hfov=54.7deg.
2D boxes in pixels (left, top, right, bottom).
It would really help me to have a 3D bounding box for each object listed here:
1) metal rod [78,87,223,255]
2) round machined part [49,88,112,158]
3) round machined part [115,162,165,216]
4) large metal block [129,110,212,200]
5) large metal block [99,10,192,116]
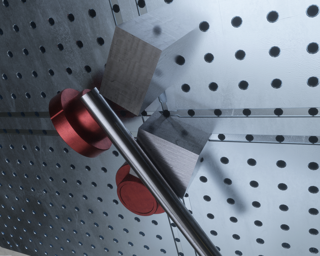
[{"bbox_3d":[0.000,0.078,0.394,0.025,0.025,0.299,-28,104,37],"label":"metal rod"},{"bbox_3d":[-0.095,-0.013,0.411,0.042,0.098,0.098,-33,101,15],"label":"round machined part"},{"bbox_3d":[-0.026,0.095,0.473,0.098,0.042,0.097,13,124,21],"label":"round machined part"},{"bbox_3d":[0.012,0.035,0.410,0.080,0.050,0.079,24,127,13],"label":"large metal block"},{"bbox_3d":[-0.015,-0.073,0.339,0.050,0.080,0.079,31,128,8],"label":"large metal block"}]
